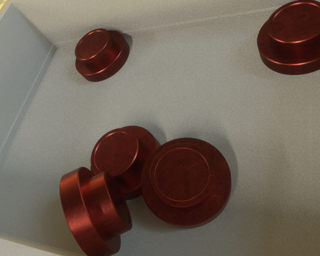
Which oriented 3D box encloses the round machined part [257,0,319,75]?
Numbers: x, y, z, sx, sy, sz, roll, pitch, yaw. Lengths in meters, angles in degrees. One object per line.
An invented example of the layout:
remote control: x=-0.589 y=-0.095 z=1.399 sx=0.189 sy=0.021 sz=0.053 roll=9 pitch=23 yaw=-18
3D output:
round machined part: x=0.169 y=-0.116 z=0.378 sx=0.098 sy=0.042 sz=0.098 roll=-13 pitch=56 yaw=21

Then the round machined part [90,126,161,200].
round machined part: x=-0.049 y=0.039 z=0.397 sx=0.098 sy=0.042 sz=0.098 roll=-13 pitch=56 yaw=21

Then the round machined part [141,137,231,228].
round machined part: x=0.027 y=0.055 z=0.334 sx=0.098 sy=0.042 sz=0.098 roll=-5 pitch=64 yaw=11

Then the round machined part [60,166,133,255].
round machined part: x=-0.063 y=0.085 z=0.331 sx=0.042 sy=0.098 sz=0.098 roll=-25 pitch=52 yaw=-1

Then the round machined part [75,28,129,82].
round machined part: x=-0.105 y=-0.131 z=0.531 sx=0.098 sy=0.042 sz=0.098 roll=-13 pitch=56 yaw=21
